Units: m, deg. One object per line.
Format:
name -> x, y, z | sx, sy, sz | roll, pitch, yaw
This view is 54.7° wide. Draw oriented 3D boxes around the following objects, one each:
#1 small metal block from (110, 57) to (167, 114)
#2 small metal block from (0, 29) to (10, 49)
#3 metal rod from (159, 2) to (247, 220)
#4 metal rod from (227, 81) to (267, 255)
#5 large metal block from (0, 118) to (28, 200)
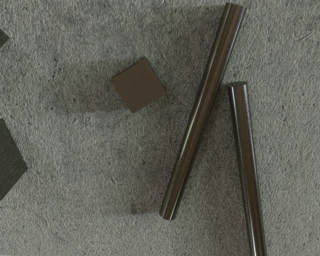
small metal block -> -0.026, -0.054, 0.390 | 0.050, 0.025, 0.050 | -30, 108, 10
small metal block -> -0.211, -0.095, 0.359 | 0.050, 0.050, 0.025 | -42, 105, 13
metal rod -> 0.050, -0.007, 0.407 | 0.025, 0.025, 0.298 | 14, 109, -6
metal rod -> 0.128, 0.081, 0.441 | 0.025, 0.025, 0.298 | -11, 110, 4
large metal block -> -0.223, 0.043, 0.393 | 0.050, 0.080, 0.080 | -16, 110, 5
